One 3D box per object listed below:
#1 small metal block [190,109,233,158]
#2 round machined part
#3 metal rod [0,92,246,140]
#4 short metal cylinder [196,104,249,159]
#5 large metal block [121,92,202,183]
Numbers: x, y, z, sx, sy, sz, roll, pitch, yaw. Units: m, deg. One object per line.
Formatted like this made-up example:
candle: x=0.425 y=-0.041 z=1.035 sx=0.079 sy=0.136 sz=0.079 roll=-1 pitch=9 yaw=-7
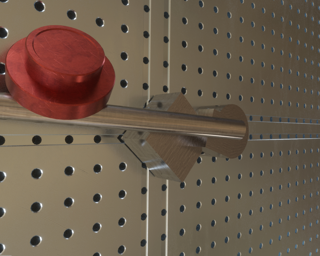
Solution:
small metal block: x=0.071 y=0.007 z=0.403 sx=0.050 sy=0.025 sz=0.050 roll=24 pitch=75 yaw=-38
round machined part: x=-0.089 y=-0.058 z=0.289 sx=0.099 sy=0.042 sz=0.098 roll=14 pitch=48 yaw=-15
metal rod: x=-0.041 y=-0.011 z=0.319 sx=0.302 sy=0.025 sz=0.025 roll=5 pitch=87 yaw=-23
short metal cylinder: x=0.090 y=0.005 z=0.471 sx=0.081 sy=0.050 sz=0.079 roll=0 pitch=90 yaw=-40
large metal block: x=0.011 y=0.011 z=0.401 sx=0.080 sy=0.050 sz=0.080 roll=52 pitch=60 yaw=-28
